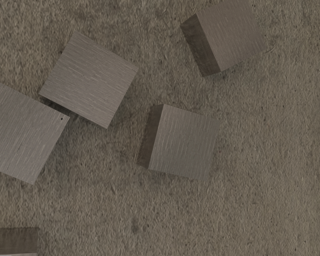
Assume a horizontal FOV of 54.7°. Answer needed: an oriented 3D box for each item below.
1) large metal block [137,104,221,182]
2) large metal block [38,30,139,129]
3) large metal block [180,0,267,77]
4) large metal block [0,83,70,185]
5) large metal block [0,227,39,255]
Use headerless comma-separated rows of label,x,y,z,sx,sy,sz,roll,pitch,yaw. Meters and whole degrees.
large metal block,0.023,0.019,0.404,0.081,0.050,0.080,15,85,-20
large metal block,-0.084,-0.053,0.365,0.080,0.050,0.080,29,81,-18
large metal block,0.087,-0.126,0.427,0.080,0.050,0.080,-28,100,-18
large metal block,-0.156,0.006,0.338,0.080,0.050,0.080,29,81,-18
large metal block,-0.158,0.156,0.322,0.050,0.080,0.080,6,88,-20
